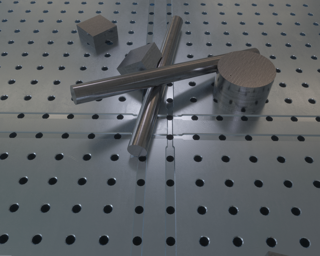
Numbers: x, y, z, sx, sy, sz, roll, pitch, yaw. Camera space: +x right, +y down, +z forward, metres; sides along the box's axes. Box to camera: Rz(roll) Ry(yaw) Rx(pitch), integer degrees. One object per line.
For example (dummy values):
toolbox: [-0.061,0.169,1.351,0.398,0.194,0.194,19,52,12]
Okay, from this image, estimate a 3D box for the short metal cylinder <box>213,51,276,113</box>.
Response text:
short metal cylinder: [0.120,-0.067,0.449,0.081,0.050,0.080,0,50,0]

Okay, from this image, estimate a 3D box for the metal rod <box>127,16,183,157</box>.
metal rod: [0.001,-0.084,0.478,0.025,0.025,0.300,9,50,7]

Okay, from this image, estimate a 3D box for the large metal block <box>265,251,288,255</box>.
large metal block: [0.099,0.155,0.242,0.050,0.080,0.080,11,51,9]

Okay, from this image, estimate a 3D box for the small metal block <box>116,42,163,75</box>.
small metal block: [-0.031,-0.102,0.478,0.050,0.025,0.050,-8,41,37]

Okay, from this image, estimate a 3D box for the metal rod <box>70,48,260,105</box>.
metal rod: [0.024,-0.080,0.447,0.302,0.025,0.025,-17,52,-25]

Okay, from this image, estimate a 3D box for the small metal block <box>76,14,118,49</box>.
small metal block: [-0.111,-0.172,0.552,0.050,0.025,0.050,-36,59,-26]
